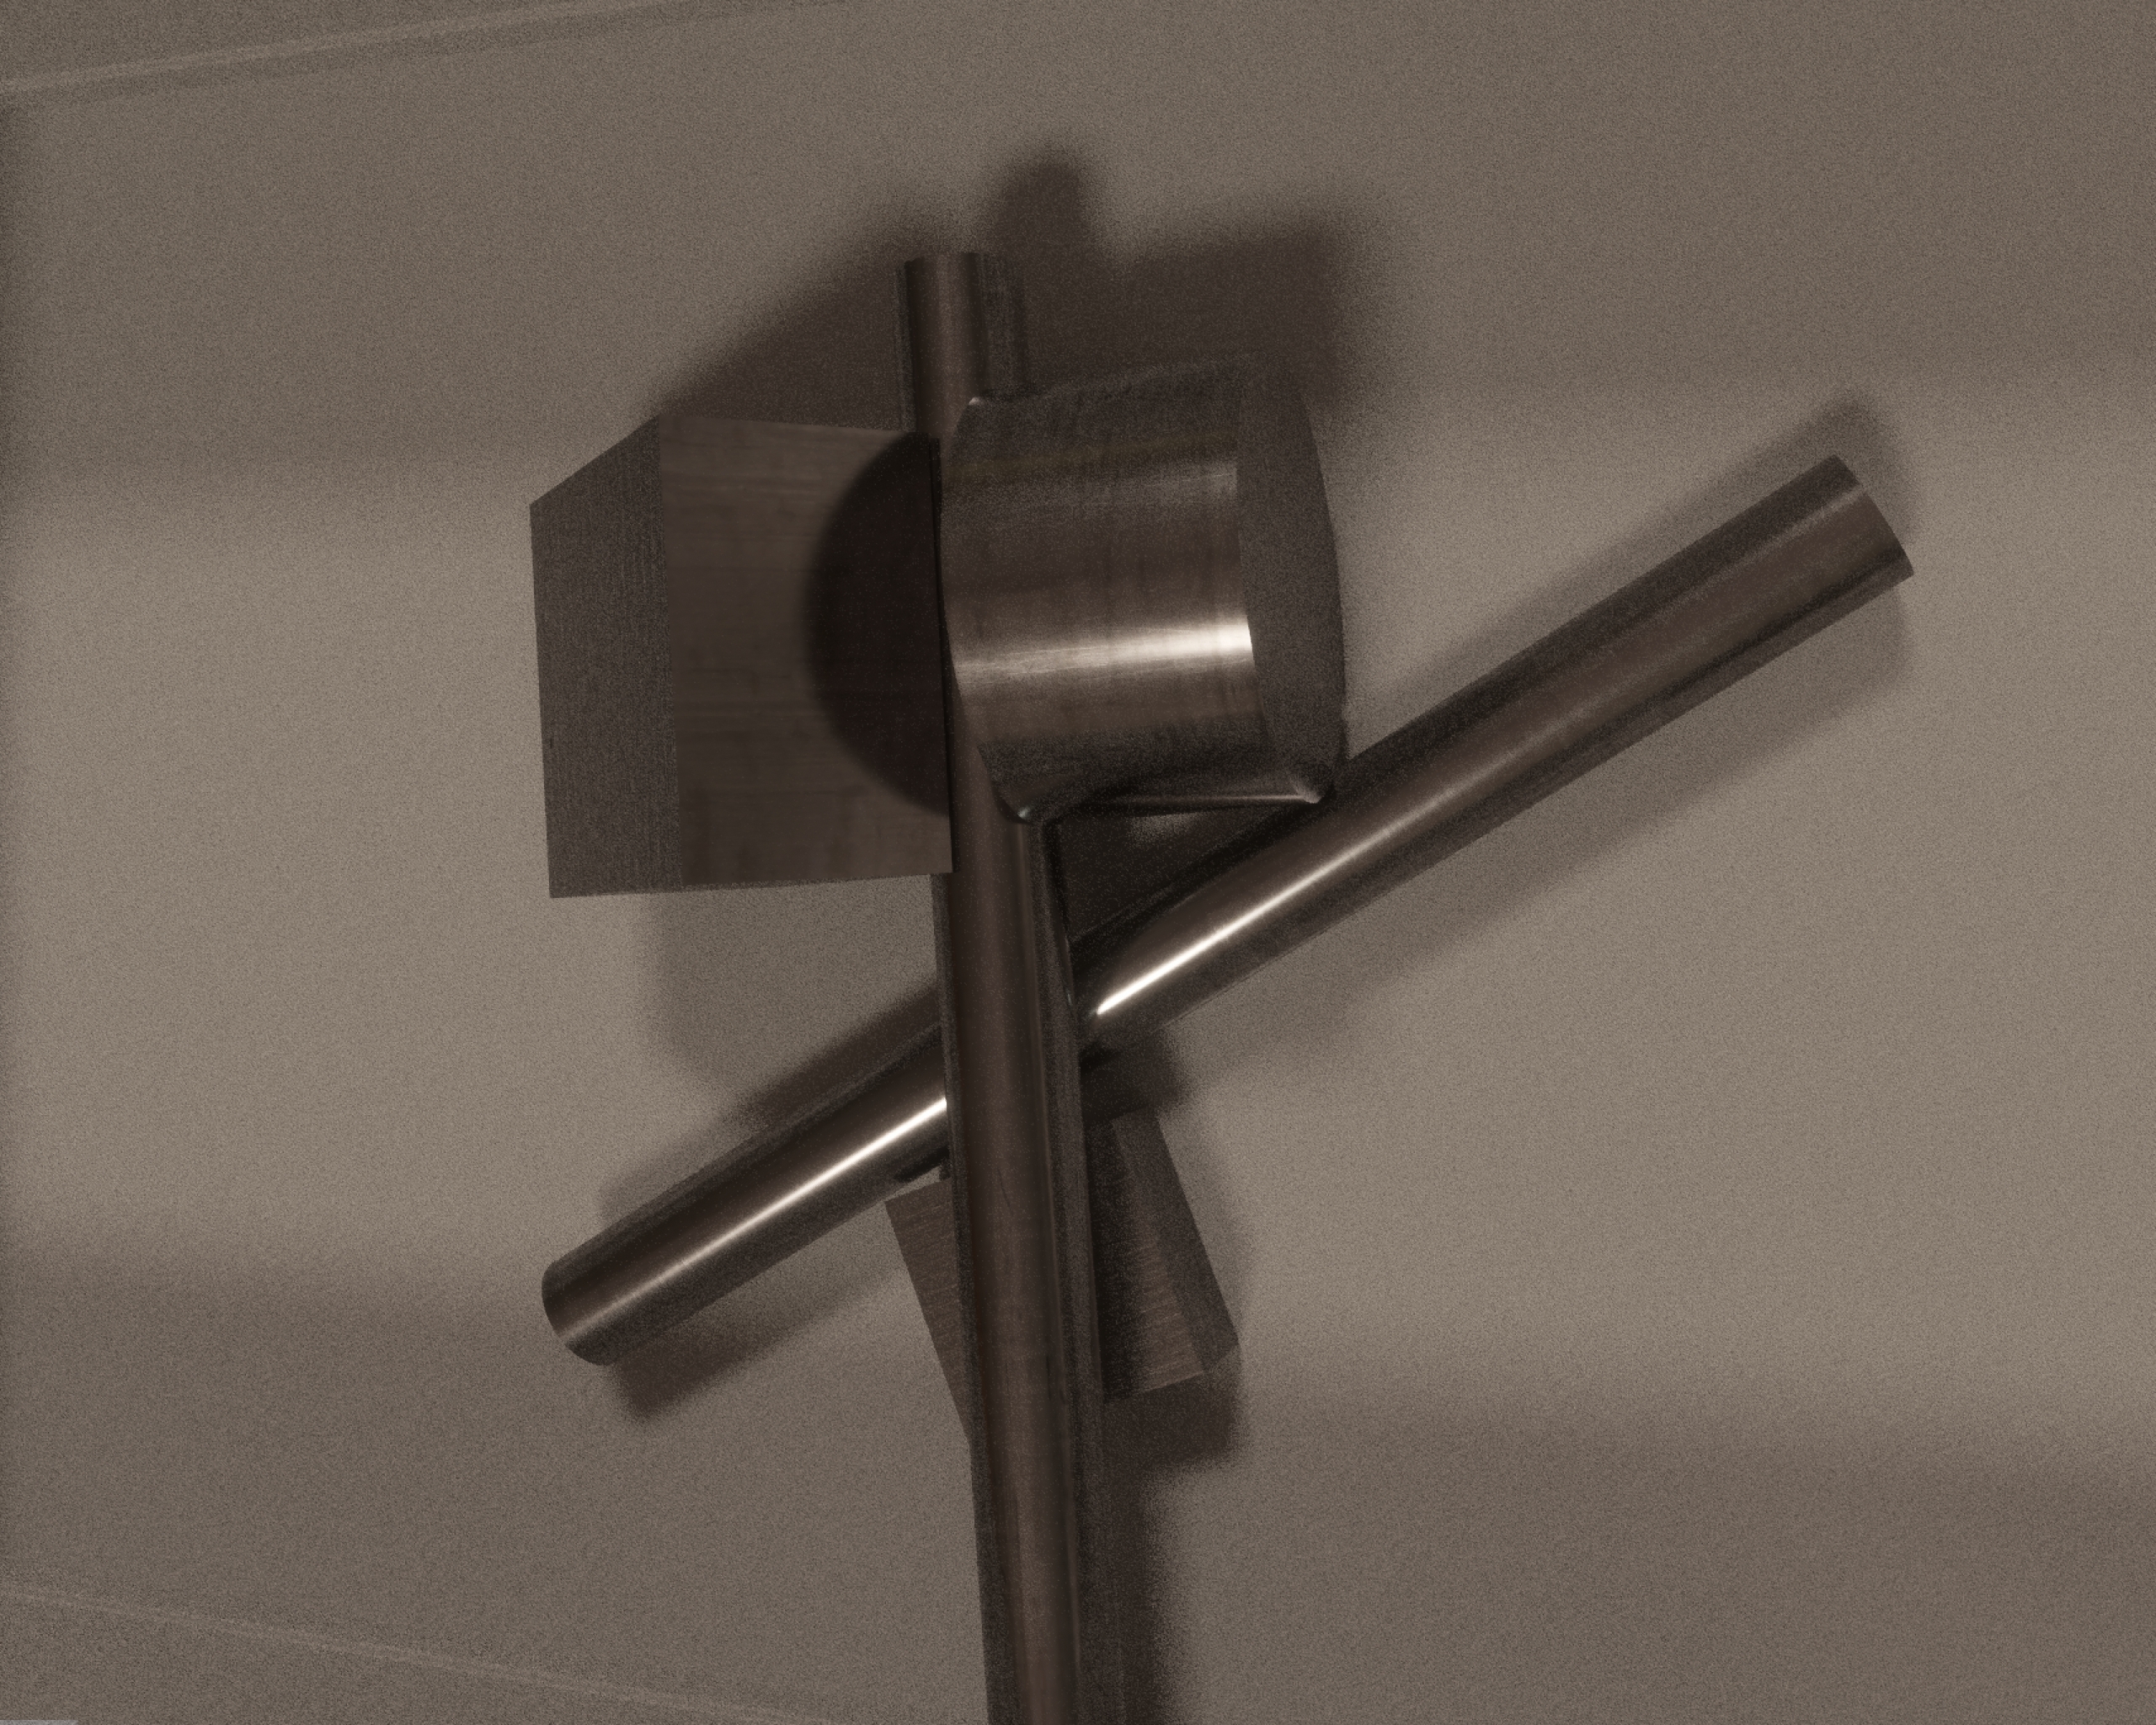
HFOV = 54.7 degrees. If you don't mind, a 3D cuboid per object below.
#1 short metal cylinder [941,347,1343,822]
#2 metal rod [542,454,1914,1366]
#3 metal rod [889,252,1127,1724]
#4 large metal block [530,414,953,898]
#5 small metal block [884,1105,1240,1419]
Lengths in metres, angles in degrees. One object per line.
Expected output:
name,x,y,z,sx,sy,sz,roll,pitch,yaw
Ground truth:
short metal cylinder,0.014,-0.048,0.373,0.050,0.080,0.080,-5,89,18
metal rod,0.016,0.018,0.402,0.300,0.025,0.025,-33,80,16
metal rod,-0.012,0.038,0.385,0.025,0.025,0.298,-5,87,19
large metal block,-0.067,-0.035,0.397,0.080,0.050,0.079,-5,88,60
small metal block,-0.003,0.081,0.409,0.050,0.025,0.050,-22,83,18
